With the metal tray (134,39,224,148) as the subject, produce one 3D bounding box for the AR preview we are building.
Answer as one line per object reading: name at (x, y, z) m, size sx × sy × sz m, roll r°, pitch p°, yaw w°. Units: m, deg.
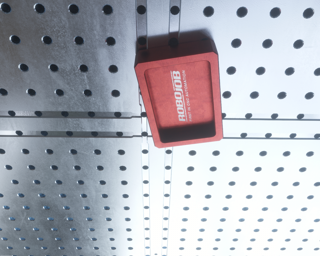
metal tray at (0.027, -0.036, 0.377) m, size 0.090 × 0.030 × 0.129 m, roll -8°, pitch 130°, yaw 6°
